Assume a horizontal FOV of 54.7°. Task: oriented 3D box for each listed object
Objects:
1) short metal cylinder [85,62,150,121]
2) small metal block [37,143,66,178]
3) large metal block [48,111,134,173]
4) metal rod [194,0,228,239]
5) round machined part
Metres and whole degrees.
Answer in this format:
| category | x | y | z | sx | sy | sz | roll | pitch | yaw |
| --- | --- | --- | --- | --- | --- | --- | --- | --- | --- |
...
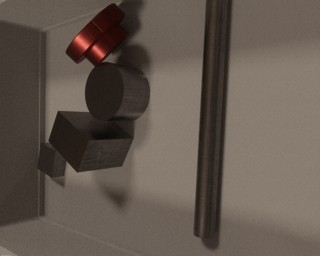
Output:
| category | x | y | z | sx | sy | sz | roll | pitch | yaw |
| --- | --- | --- | --- | --- | --- | --- | --- | --- | --- |
| short metal cylinder | -0.061 | -0.050 | 0.438 | 0.080 | 0.050 | 0.079 | 0 | 90 | 39 |
| small metal block | -0.197 | 0.057 | 0.566 | 0.050 | 0.025 | 0.050 | 18 | 101 | 38 |
| large metal block | -0.100 | 0.017 | 0.451 | 0.080 | 0.081 | 0.050 | 37 | 113 | 33 |
| metal rod | 0.059 | -0.024 | 0.356 | 0.025 | 0.025 | 0.298 | 5 | 93 | 39 |
| round machined part | -0.083 | -0.125 | 0.438 | 0.042 | 0.098 | 0.098 | 45 | 125 | -14 |
